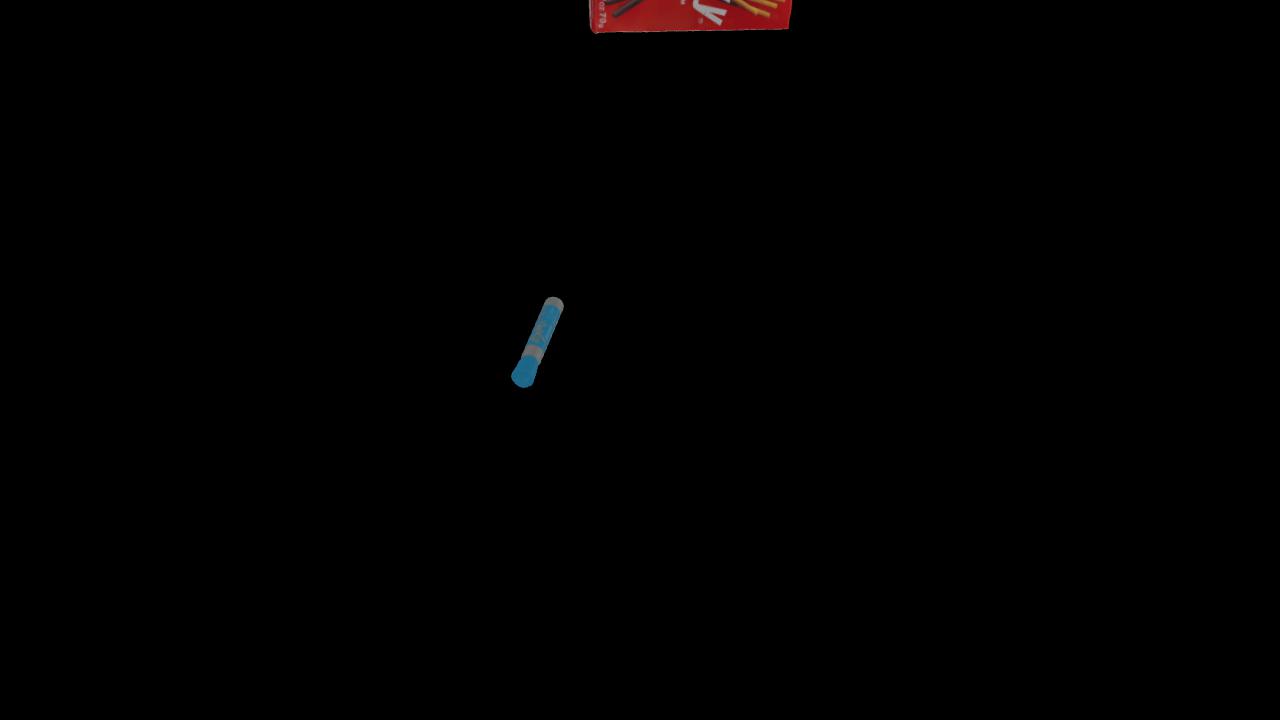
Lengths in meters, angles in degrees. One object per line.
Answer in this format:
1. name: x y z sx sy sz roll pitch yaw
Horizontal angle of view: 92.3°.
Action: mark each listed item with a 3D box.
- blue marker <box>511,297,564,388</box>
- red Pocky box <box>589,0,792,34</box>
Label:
1. blue marker: -0.088 -0.017 0.538 0.020 0.020 0.121 0 36 8
2. red Pocky box: 0.040 -0.286 0.447 0.155 0.083 0.028 -7 34 -10
